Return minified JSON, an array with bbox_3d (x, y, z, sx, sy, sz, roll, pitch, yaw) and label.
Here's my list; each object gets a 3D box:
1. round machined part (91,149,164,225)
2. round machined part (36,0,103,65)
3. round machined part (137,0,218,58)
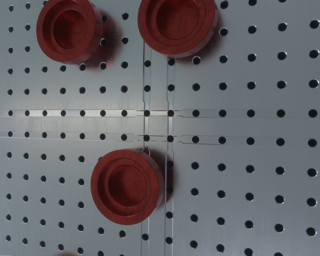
[{"bbox_3d":[-0.040,0.076,0.418,0.098,0.042,0.097,0,90,20],"label":"round machined part"},{"bbox_3d":[-0.125,-0.140,0.448,0.098,0.042,0.097,0,90,20],"label":"round machined part"},{"bbox_3d":[0.025,-0.138,0.395,0.098,0.042,0.097,0,90,20],"label":"round machined part"}]
